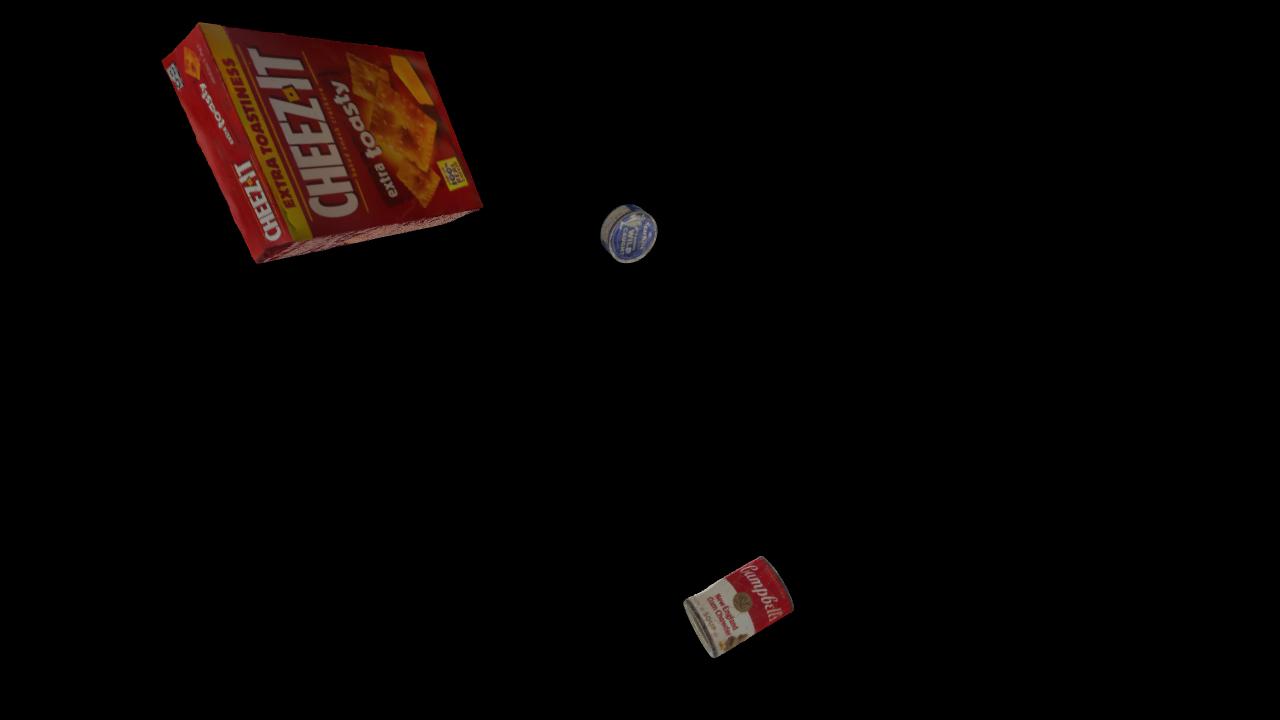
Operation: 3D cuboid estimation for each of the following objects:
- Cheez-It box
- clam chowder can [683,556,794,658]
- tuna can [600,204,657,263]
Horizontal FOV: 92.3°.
[{"bbox_3d":[-0.264,-0.194,0.554,0.071,0.166,0.223,-13,12,32],"label":"Cheez-It box"},{"bbox_3d":[0.107,0.271,0.677,0.102,0.068,0.068,-25,6,-13],"label":"clam chowder can"},{"bbox_3d":[-0.017,-0.191,0.929,0.084,0.084,0.034,0,34,-37],"label":"tuna can"}]
